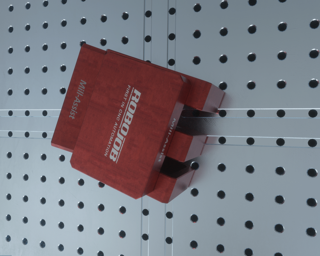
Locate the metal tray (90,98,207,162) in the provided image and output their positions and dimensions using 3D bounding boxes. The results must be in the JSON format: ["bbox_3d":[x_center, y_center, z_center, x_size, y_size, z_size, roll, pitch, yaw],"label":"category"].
[{"bbox_3d":[-0.015,0.001,0.382,0.130,0.090,0.030,21,96,17],"label":"metal tray"}]

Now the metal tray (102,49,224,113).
[{"bbox_3d":[0.005,-0.055,0.375,0.130,0.090,0.030,22,98,19],"label":"metal tray"}]

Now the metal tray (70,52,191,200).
[{"bbox_3d":[-0.033,-0.004,0.325,0.090,0.030,0.129,22,97,19],"label":"metal tray"}]

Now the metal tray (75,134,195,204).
[{"bbox_3d":[-0.030,0.044,0.389,0.130,0.090,0.030,22,98,18],"label":"metal tray"}]

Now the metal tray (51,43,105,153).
[{"bbox_3d":[-0.097,-0.039,0.410,0.030,0.090,0.129,19,97,-3],"label":"metal tray"}]
